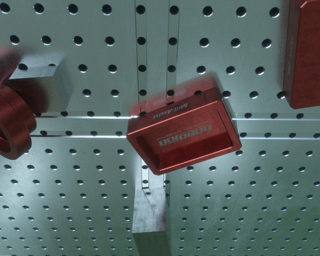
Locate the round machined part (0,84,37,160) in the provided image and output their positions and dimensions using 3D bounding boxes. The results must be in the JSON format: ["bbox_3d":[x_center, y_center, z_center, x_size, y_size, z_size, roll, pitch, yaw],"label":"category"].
[{"bbox_3d":[-0.188,-0.012,0.369,0.098,0.042,0.097,24,138,24],"label":"round machined part"}]

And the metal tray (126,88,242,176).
[{"bbox_3d":[0.033,0.009,0.416,0.130,0.030,0.090,-20,128,16],"label":"metal tray"}]

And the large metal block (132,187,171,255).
[{"bbox_3d":[-0.011,0.156,0.508,0.050,0.080,0.080,-6,130,5],"label":"large metal block"}]

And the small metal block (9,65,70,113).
[{"bbox_3d":[-0.142,-0.045,0.371,0.050,0.025,0.050,-4,130,3],"label":"small metal block"}]

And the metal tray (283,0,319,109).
[{"bbox_3d":[0.189,-0.085,0.337,0.090,0.030,0.129,-8,130,7],"label":"metal tray"}]
